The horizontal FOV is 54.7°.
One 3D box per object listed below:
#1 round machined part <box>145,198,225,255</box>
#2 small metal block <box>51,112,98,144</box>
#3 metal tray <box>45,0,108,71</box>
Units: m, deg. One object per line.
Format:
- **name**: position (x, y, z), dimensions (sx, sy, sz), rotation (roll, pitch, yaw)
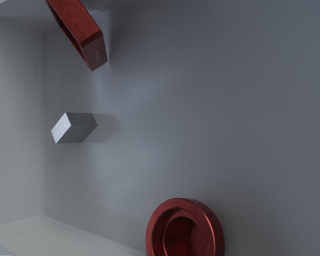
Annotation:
- **round machined part**: position (0.033, 0.132, 0.359), dimensions (0.098, 0.042, 0.098), rotation (-14, 69, 39)
- **small metal block**: position (-0.139, 0.000, 0.502), dimensions (0.050, 0.050, 0.025), rotation (-43, 65, 31)
- **metal tray**: position (-0.112, -0.135, 0.420), dimensions (0.030, 0.130, 0.090), rotation (-36, 92, -7)
